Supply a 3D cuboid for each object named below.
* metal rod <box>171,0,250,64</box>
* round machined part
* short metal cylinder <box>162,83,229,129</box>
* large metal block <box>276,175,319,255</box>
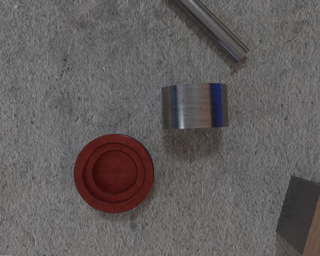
[{"bbox_3d":[0.003,-0.199,0.409,0.300,0.025,0.025,45,90,0],"label":"metal rod"},{"bbox_3d":[-0.057,0.056,0.401,0.099,0.042,0.097,0,90,0],"label":"round machined part"},{"bbox_3d":[0.043,-0.025,0.383,0.081,0.080,0.050,-2,90,0],"label":"short metal cylinder"},{"bbox_3d":[0.193,0.110,0.384,0.050,0.080,0.080,16,90,0],"label":"large metal block"}]
